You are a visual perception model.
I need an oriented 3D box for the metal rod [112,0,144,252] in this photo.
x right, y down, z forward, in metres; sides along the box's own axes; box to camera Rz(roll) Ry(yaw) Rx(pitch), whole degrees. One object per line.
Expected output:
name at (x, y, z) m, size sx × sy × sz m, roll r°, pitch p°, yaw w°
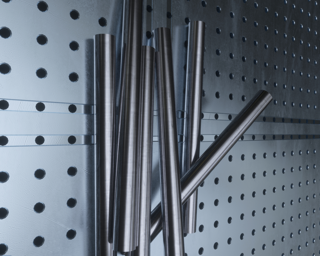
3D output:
metal rod at (-0.035, -0.017, 0.358) m, size 0.025 × 0.025 × 0.299 m, roll 9°, pitch 78°, yaw -40°

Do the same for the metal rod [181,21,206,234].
metal rod at (0.046, -0.003, 0.446) m, size 0.025 × 0.025 × 0.298 m, roll 5°, pitch 87°, yaw -40°

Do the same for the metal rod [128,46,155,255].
metal rod at (-0.022, 0.048, 0.370) m, size 0.025 × 0.025 × 0.299 m, roll 9°, pitch 78°, yaw -40°

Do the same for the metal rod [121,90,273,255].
metal rod at (0.059, 0.053, 0.422) m, size 0.301 × 0.025 × 0.025 m, roll -45°, pitch 118°, yaw -18°

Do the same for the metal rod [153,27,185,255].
metal rod at (0.010, 0.020, 0.387) m, size 0.025 × 0.025 × 0.299 m, roll 5°, pitch 78°, yaw -40°

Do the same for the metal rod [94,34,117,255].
metal rod at (-0.062, 0.045, 0.356) m, size 0.025 × 0.025 × 0.298 m, roll -1°, pitch 91°, yaw -40°
